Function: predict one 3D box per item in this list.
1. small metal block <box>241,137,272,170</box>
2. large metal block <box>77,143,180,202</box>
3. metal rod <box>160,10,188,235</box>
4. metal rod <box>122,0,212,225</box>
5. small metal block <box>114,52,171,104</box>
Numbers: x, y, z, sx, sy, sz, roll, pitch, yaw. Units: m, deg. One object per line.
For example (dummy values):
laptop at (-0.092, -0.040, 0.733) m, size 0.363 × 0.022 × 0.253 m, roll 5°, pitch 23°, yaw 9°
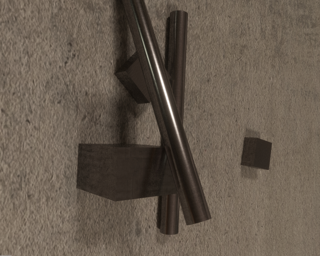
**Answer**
small metal block at (0.173, 0.046, 0.553) m, size 0.050 × 0.025 × 0.050 m, roll 16°, pitch 80°, yaw -39°
large metal block at (-0.035, 0.044, 0.341) m, size 0.081 × 0.080 × 0.050 m, roll 3°, pitch 88°, yaw -40°
metal rod at (0.019, -0.009, 0.422) m, size 0.025 × 0.025 × 0.298 m, roll 4°, pitch 87°, yaw -40°
metal rod at (-0.003, -0.049, 0.334) m, size 0.025 × 0.025 × 0.299 m, roll -3°, pitch 70°, yaw -40°
small metal block at (-0.021, -0.066, 0.389) m, size 0.050 × 0.025 × 0.050 m, roll -53°, pitch 121°, yaw -27°
